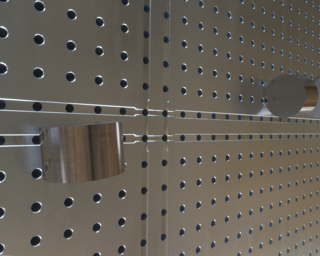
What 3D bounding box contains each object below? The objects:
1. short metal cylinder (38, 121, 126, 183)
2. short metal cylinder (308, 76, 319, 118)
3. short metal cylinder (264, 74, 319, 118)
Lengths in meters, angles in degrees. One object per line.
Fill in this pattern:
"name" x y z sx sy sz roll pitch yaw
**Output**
"short metal cylinder" -0.077 0.021 0.311 0.081 0.080 0.050 -7 95 -40
"short metal cylinder" 0.350 -0.068 0.671 0.050 0.080 0.080 -29 109 -37
"short metal cylinder" 0.247 -0.060 0.584 0.050 0.080 0.079 -5 93 -40
